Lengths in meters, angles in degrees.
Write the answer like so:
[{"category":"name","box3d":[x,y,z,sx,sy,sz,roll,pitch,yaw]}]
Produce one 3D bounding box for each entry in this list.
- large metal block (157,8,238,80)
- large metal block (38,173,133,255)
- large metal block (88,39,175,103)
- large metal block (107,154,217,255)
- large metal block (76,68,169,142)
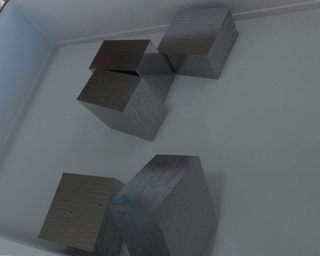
[{"category":"large metal block","box3d":[0.053,-0.119,0.435,0.080,0.050,0.080,13,68,33]},{"category":"large metal block","box3d":[-0.084,0.103,0.371,0.080,0.050,0.080,1,62,28]},{"category":"large metal block","box3d":[-0.037,-0.078,0.438,0.080,0.080,0.050,9,67,32]},{"category":"large metal block","box3d":[0.007,0.081,0.294,0.050,0.080,0.080,-1,27,36]},{"category":"large metal block","box3d":[-0.047,-0.030,0.413,0.080,0.080,0.050,16,71,33]}]
